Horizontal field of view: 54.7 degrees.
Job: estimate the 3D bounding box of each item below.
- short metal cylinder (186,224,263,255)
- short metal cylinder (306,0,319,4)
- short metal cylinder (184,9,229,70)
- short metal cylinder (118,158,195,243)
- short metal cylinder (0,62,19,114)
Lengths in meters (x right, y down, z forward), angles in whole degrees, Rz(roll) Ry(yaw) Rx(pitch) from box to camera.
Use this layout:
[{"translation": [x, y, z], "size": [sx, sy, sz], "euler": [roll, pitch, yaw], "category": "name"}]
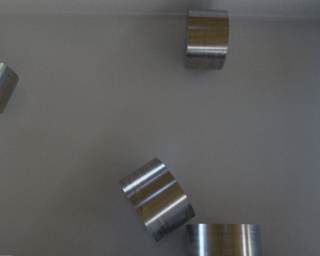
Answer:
[{"translation": [0.068, 0.131, 0.333], "size": [0.081, 0.080, 0.050], "euler": [1, 70, 0], "category": "short metal cylinder"}, {"translation": [0.254, -0.240, 0.473], "size": [0.050, 0.080, 0.080], "euler": [-36, 74, -12], "category": "short metal cylinder"}, {"translation": [0.061, -0.121, 0.425], "size": [0.050, 0.080, 0.080], "euler": [3, 70, 1], "category": "short metal cylinder"}, {"translation": [-0.004, 0.080, 0.351], "size": [0.050, 0.080, 0.080], "euler": [-32, 74, -11], "category": "short metal cylinder"}, {"translation": [-0.233, -0.058, 0.399], "size": [0.080, 0.080, 0.050], "euler": [15, 71, 5], "category": "short metal cylinder"}]
